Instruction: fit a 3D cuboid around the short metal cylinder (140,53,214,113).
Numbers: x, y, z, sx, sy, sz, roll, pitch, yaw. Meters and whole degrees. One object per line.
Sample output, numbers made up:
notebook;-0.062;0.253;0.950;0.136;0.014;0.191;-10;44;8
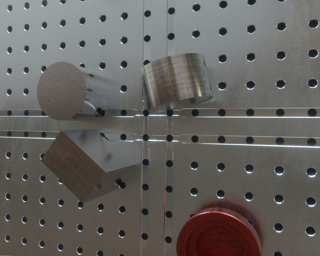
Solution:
short metal cylinder;0.020;-0.052;0.376;0.080;0.080;0.050;-14;86;19

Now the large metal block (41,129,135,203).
large metal block;-0.094;0.047;0.416;0.080;0.080;0.050;40;103;15

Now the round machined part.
round machined part;0.073;0.145;0.378;0.098;0.042;0.097;0;90;20

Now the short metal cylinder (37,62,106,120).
short metal cylinder;-0.126;-0.050;0.444;0.080;0.050;0.079;0;90;20
